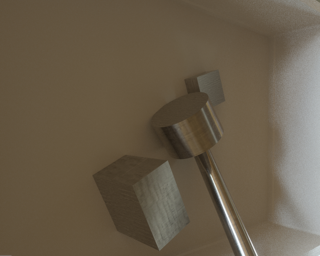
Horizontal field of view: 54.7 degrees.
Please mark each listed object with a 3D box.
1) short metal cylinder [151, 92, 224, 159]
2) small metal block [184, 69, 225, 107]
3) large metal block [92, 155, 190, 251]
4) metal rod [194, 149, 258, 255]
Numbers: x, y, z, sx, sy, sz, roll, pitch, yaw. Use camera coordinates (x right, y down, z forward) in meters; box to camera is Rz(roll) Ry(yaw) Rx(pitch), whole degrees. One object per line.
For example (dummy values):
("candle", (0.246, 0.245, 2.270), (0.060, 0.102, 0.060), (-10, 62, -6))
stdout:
("short metal cylinder", (0.035, -0.004, 0.403), (0.080, 0.080, 0.050), (-44, 117, -31))
("small metal block", (0.068, -0.057, 0.466), (0.050, 0.025, 0.050), (-25, 106, -37))
("large metal block", (-0.022, 0.081, 0.354), (0.050, 0.080, 0.080), (-32, 110, -36))
("metal rod", (0.093, 0.128, 0.378), (0.025, 0.025, 0.299), (9, 49, -40))
